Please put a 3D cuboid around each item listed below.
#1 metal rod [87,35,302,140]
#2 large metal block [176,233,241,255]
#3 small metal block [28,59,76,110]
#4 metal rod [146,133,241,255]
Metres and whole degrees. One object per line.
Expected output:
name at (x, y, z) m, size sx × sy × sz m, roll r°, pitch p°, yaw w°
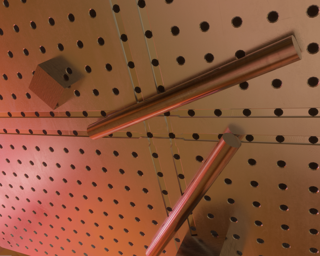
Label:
metal rod at (0.015, -0.035, 0.381) m, size 0.300 × 0.025 × 0.025 m, roll -20°, pitch 108°, yaw 35°
large metal block at (0.068, 0.211, 0.471) m, size 0.080 × 0.080 × 0.050 m, roll -20°, pitch 108°, yaw 35°
small metal block at (-0.159, -0.063, 0.456) m, size 0.050 × 0.025 × 0.050 m, roll 42°, pitch 129°, yaw -1°
metal rod at (0.037, 0.120, 0.466) m, size 0.025 × 0.025 × 0.298 m, roll 31°, pitch 129°, yaw 8°
